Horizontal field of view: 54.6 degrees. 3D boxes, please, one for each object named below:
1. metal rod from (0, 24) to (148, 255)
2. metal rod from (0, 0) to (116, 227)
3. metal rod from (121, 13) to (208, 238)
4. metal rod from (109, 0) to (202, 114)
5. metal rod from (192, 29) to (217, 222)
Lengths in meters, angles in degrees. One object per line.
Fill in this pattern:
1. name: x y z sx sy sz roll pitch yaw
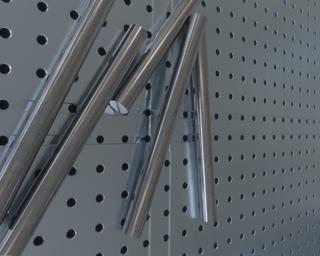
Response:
1. metal rod: -0.089 0.007 0.333 0.025 0.025 0.300 40 66 -33
2. metal rod: -0.103 -0.049 0.321 0.025 0.025 0.300 34 69 -35
3. metal rod: 0.009 -0.010 0.403 0.025 0.025 0.299 25 78 -37
4. metal rod: 0.021 -0.144 0.425 0.025 0.025 0.300 45 63 -31
5. metal rod: 0.064 -0.011 0.461 0.025 0.025 0.298 -7 94 -40
